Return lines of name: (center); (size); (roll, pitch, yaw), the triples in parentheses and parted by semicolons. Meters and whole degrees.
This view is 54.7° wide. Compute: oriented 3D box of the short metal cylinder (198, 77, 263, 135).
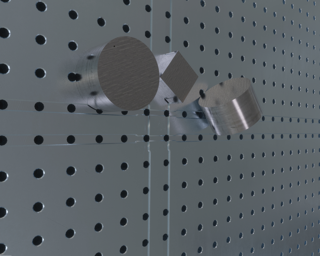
short metal cylinder: (0.105, -0.033, 0.461); (0.080, 0.080, 0.050); (-44, 117, -31)

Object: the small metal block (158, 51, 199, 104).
small metal block: (0.020, -0.069, 0.425); (0.050, 0.025, 0.050); (46, 63, -30)

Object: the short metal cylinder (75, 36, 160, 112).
short metal cylinder: (-0.047, -0.059, 0.353); (0.081, 0.050, 0.079); (0, 90, -40)
